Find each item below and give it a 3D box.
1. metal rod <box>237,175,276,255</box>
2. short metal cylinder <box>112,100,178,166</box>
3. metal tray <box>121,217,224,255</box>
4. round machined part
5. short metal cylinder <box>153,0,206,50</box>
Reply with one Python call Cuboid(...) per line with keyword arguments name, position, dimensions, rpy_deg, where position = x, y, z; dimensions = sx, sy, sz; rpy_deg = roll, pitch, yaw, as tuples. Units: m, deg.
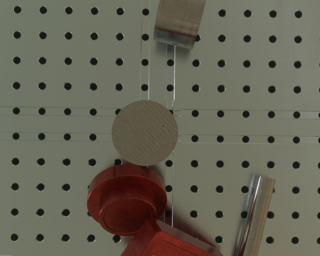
Cuboid(name="metal rod", position=(0.107, 0.211, 0.414), dimensions=(0.025, 0.025, 0.298), rpy_deg=(13, 90, 0))
Cuboid(name="short metal cylinder", position=(-0.018, 0.007, 0.399), dimensions=(0.081, 0.050, 0.080), rpy_deg=(0, 88, 0))
Cuboid(name="metal tray", position=(0.014, 0.175, 0.381), dimensions=(0.130, 0.030, 0.090), rpy_deg=(35, 90, -29))
Cuboid(name="round machined part", position=(-0.040, 0.095, 0.381), dimensions=(0.099, 0.042, 0.097), rpy_deg=(-4, 124, -5))
Cuboid(name="short metal cylinder", position=(0.026, -0.143, 0.386), dimensions=(0.050, 0.080, 0.080), rpy_deg=(14, 90, 0))
